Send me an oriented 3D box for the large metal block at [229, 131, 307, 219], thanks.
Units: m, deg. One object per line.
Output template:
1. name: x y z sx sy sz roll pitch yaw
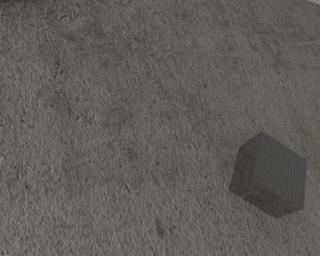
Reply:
1. large metal block: 0.151 0.065 0.429 0.080 0.050 0.080 32 52 -8

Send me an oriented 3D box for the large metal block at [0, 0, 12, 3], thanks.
1. large metal block: -0.209 -0.220 0.409 0.080 0.050 0.080 46 51 4
